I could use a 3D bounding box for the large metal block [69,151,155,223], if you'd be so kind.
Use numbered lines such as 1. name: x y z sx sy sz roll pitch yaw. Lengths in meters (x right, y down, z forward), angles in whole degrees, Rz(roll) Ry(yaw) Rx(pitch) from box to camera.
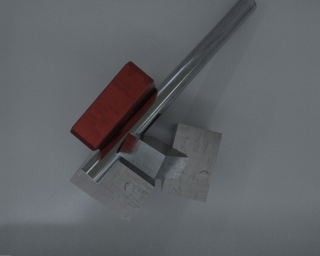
1. large metal block: -0.053 0.062 0.383 0.080 0.080 0.050 36 90 -1

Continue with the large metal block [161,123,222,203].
1. large metal block: 0.035 0.039 0.384 0.050 0.080 0.080 14 90 0

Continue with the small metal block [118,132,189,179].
1. small metal block: -0.006 0.029 0.323 0.050 0.050 0.025 30 99 31

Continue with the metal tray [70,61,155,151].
1. metal tray: -0.045 -0.022 0.357 0.030 0.130 0.090 40 91 0

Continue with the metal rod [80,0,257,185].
1. metal rod: 0.022 -0.057 0.365 0.025 0.025 0.301 42 72 0
